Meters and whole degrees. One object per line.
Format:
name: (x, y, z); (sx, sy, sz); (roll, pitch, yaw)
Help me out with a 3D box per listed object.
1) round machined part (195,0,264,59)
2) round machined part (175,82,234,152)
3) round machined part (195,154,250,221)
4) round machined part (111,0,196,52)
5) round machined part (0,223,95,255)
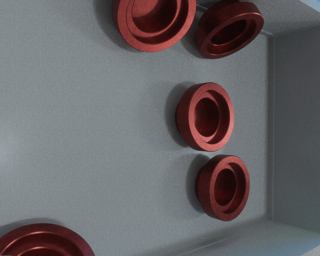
round machined part: (0.096, -0.147, 0.450); (0.099, 0.098, 0.042); (-6, 66, -40)
round machined part: (0.060, -0.015, 0.449); (0.099, 0.042, 0.097); (0, 90, -40)
round machined part: (0.092, 0.089, 0.476); (0.099, 0.042, 0.097); (0, 90, -40)
round machined part: (-0.010, -0.144, 0.367); (0.099, 0.042, 0.097); (-17, 137, -16)
round machined part: (-0.110, 0.140, 0.281); (0.099, 0.098, 0.042); (-2, 130, -40)
